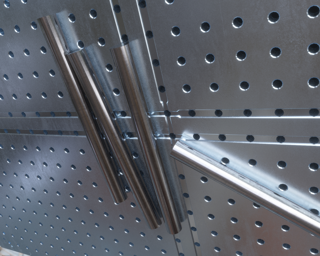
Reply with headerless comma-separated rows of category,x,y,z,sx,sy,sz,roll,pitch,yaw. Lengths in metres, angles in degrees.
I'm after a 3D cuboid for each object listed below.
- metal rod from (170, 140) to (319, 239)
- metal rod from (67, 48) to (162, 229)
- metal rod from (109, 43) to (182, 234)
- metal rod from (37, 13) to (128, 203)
metal rod,0.150,0.097,0.392,0.301,0.025,0.025,28,128,10
metal rod,-0.059,0.029,0.461,0.025,0.025,0.299,-8,115,32
metal rod,-0.013,0.031,0.437,0.025,0.025,0.299,-1,118,29
metal rod,-0.106,-0.013,0.459,0.025,0.025,0.299,-3,117,30
